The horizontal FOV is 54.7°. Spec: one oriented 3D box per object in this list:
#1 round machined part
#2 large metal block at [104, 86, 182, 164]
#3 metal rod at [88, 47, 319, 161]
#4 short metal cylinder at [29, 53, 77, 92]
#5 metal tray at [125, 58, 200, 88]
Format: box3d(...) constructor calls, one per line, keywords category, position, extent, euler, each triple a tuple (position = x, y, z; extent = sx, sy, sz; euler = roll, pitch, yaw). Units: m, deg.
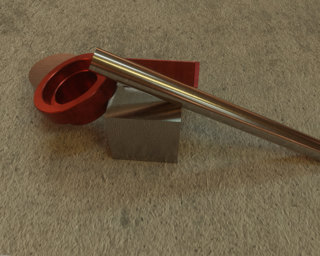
box3d(category="round machined part", position=(-0.095, -0.042, 0.370), extent=(0.098, 0.042, 0.098), euler=(-13, 47, 15))
box3d(category="large metal block", position=(-0.017, -0.003, 0.370), extent=(0.080, 0.080, 0.050), euler=(4, 50, 2))
box3d(category="metal rod", position=(0.070, -0.018, 0.345), extent=(0.302, 0.025, 0.025), euler=(20, 49, -15))
box3d(category="short metal cylinder", position=(-0.136, -0.061, 0.438), extent=(0.081, 0.050, 0.080), euler=(0, 50, 0))
box3d(category="metal tray", position=(0.003, -0.074, 0.414), extent=(0.091, 0.030, 0.130), euler=(4, 11, 3))
